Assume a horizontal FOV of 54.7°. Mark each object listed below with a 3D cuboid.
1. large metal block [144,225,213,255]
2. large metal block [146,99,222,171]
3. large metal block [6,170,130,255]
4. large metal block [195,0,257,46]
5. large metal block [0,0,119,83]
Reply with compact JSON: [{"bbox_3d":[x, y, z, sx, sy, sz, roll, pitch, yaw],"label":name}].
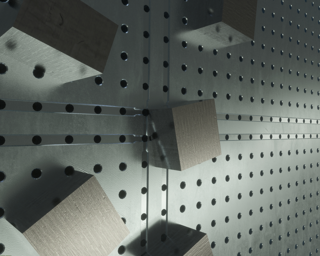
[{"bbox_3d":[0.030,0.194,0.421,0.081,0.050,0.080,-28,108,-37],"label":"large metal block"},{"bbox_3d":[0.034,0.006,0.424,0.081,0.050,0.079,-15,100,-39],"label":"large metal block"},{"bbox_3d":[-0.091,0.102,0.318,0.080,0.050,0.080,-40,115,-33],"label":"large metal block"},{"bbox_3d":[0.106,-0.183,0.484,0.081,0.050,0.080,11,83,-40],"label":"large metal block"},{"bbox_3d":[-0.100,-0.086,0.290,0.080,0.080,0.050,25,75,-38],"label":"large metal block"}]
